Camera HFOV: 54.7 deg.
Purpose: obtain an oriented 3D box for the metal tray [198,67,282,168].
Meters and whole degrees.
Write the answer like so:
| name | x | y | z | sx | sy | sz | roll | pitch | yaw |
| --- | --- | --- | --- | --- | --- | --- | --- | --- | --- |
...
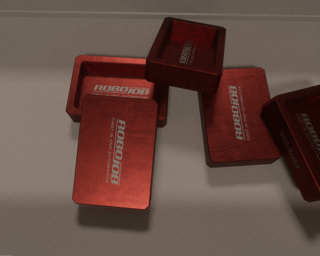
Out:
| name | x | y | z | sx | sy | sz | roll | pitch | yaw |
| --- | --- | --- | --- | --- | --- | --- | --- | --- | --- |
| metal tray | 0.102 | -0.016 | 0.414 | 0.091 | 0.030 | 0.129 | -3 | 70 | -2 |

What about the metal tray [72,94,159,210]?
| name | x | y | z | sx | sy | sz | roll | pitch | yaw |
| --- | --- | --- | --- | --- | --- | --- | --- | --- | --- |
| metal tray | -0.052 | 0.028 | 0.377 | 0.091 | 0.030 | 0.129 | 5 | 87 | 1 |

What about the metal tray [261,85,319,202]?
| name | x | y | z | sx | sy | sz | roll | pitch | yaw |
| --- | --- | --- | --- | --- | --- | --- | --- | --- | --- |
| metal tray | 0.194 | 0.015 | 0.384 | 0.091 | 0.030 | 0.129 | -14 | 75 | -23 |

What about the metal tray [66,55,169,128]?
| name | x | y | z | sx | sy | sz | roll | pitch | yaw |
| --- | --- | --- | --- | --- | --- | --- | --- | --- | --- |
| metal tray | -0.054 | -0.051 | 0.424 | 0.131 | 0.030 | 0.090 | 4 | 70 | 1 |

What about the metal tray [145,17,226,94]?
| name | x | y | z | sx | sy | sz | roll | pitch | yaw |
| --- | --- | --- | --- | --- | --- | --- | --- | --- | --- |
| metal tray | 0.038 | -0.102 | 0.414 | 0.090 | 0.030 | 0.130 | 12 | 43 | 4 |
